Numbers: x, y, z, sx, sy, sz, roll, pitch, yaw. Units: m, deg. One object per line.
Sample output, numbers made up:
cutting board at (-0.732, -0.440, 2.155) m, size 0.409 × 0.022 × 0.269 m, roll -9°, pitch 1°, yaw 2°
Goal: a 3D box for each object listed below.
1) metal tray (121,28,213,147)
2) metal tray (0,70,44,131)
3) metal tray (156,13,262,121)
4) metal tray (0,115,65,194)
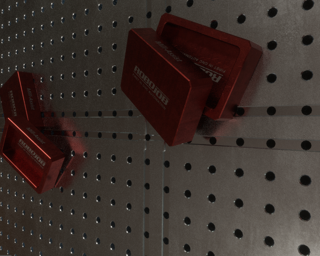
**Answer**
metal tray at (0.000, -0.052, 0.373) m, size 0.130 × 0.030 × 0.089 m, roll 49°, pitch 139°, yaw 36°
metal tray at (-0.288, -0.041, 0.640) m, size 0.090 × 0.030 × 0.129 m, roll -28°, pitch 73°, yaw 36°
metal tray at (0.042, -0.075, 0.369) m, size 0.130 × 0.030 × 0.089 m, roll 33°, pitch 110°, yaw 34°
metal tray at (-0.242, 0.048, 0.576) m, size 0.130 × 0.030 × 0.089 m, roll 38°, pitch 119°, yaw 18°
